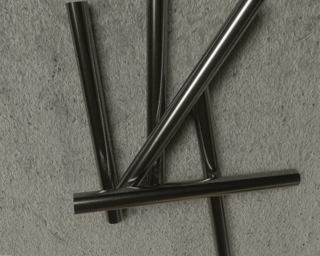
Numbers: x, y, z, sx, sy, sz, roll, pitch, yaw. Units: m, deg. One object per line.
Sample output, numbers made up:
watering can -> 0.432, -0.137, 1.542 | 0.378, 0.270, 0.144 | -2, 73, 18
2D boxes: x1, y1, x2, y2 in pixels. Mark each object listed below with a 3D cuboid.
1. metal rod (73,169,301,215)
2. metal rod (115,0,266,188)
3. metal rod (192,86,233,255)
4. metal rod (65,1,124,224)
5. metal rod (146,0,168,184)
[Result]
metal rod -> 0.045, 0.080, 0.403 | 0.302, 0.025, 0.025 | -4, 111, -14
metal rod -> 0.030, -0.032, 0.372 | 0.025, 0.025, 0.299 | 31, 105, -11
metal rod -> 0.076, 0.081, 0.440 | 0.025, 0.025, 0.298 | -10, 110, 3
metal rod -> -0.081, -0.005, 0.406 | 0.025, 0.025, 0.298 | -6, 110, 1
metal rod -> -0.004, -0.061, 0.387 | 0.025, 0.025, 0.298 | 1, 110, -1
